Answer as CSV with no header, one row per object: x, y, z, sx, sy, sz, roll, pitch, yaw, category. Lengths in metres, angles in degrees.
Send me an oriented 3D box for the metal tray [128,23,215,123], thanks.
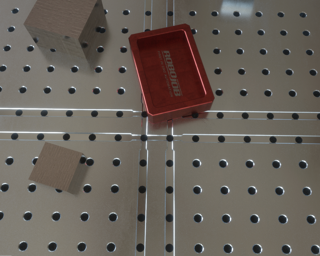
0.014,-0.079,0.437,0.091,0.030,0.130,-13,71,-5,metal tray

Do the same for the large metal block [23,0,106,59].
-0.136,-0.158,0.455,0.080,0.050,0.080,17,71,6,large metal block

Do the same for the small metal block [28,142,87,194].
-0.128,0.051,0.392,0.050,0.025,0.050,16,71,5,small metal block
